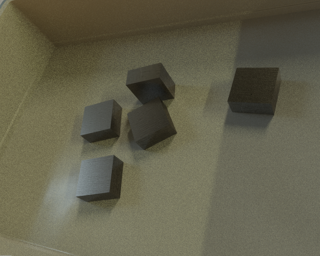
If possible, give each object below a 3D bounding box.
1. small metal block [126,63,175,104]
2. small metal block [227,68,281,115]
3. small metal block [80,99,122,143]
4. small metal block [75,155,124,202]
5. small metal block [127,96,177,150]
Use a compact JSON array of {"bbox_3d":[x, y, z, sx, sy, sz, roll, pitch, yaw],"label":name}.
[{"bbox_3d":[-0.012,-0.060,0.432,0.050,0.050,0.025,-9,58,23],"label":"small metal block"},{"bbox_3d":[0.114,-0.045,0.373,0.050,0.025,0.050,6,65,30],"label":"small metal block"},{"bbox_3d":[-0.085,-0.010,0.455,0.050,0.025,0.050,-13,56,21],"label":"small metal block"},{"bbox_3d":[-0.078,0.066,0.404,0.050,0.025,0.050,-11,57,21],"label":"small metal block"},{"bbox_3d":[-0.011,-0.006,0.414,0.050,0.025,0.050,-28,52,10],"label":"small metal block"}]
